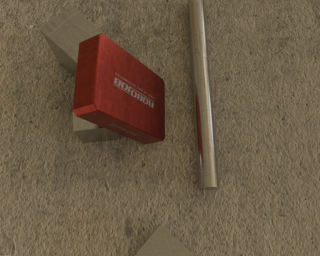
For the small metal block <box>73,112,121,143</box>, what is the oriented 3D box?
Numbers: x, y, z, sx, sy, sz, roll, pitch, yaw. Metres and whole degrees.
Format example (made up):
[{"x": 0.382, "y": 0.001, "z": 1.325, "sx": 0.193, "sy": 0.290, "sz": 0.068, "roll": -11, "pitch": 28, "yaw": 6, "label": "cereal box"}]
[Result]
[{"x": -0.079, "y": -0.002, "z": 0.395, "sx": 0.050, "sy": 0.050, "sz": 0.025, "roll": -7, "pitch": 71, "yaw": -3, "label": "small metal block"}]

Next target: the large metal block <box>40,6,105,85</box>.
[{"x": -0.101, "y": -0.099, "z": 0.414, "sx": 0.080, "sy": 0.080, "sz": 0.050, "roll": 42, "pitch": 75, "yaw": 13, "label": "large metal block"}]

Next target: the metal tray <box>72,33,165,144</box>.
[{"x": -0.041, "y": -0.040, "z": 0.369, "sx": 0.030, "sy": 0.130, "sz": 0.090, "roll": -12, "pitch": 67, "yaw": 30, "label": "metal tray"}]

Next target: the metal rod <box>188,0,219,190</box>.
[{"x": 0.058, "y": -0.066, "z": 0.432, "sx": 0.025, "sy": 0.025, "sz": 0.299, "roll": -1, "pitch": 70, "yaw": -1, "label": "metal rod"}]

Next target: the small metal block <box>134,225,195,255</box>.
[{"x": 0.003, "y": 0.148, "z": 0.354, "sx": 0.050, "sy": 0.025, "sz": 0.050, "roll": 39, "pitch": 74, "yaw": 13, "label": "small metal block"}]
